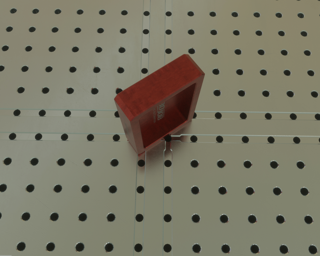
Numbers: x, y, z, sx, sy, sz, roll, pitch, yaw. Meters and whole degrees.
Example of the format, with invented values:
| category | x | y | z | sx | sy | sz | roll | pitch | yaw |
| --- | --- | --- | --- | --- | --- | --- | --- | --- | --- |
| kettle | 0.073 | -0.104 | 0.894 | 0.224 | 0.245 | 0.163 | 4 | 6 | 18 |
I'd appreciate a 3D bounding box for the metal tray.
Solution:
| category | x | y | z | sx | sy | sz | roll | pitch | yaw |
| --- | --- | --- | --- | --- | --- | --- | --- | --- | --- |
| metal tray | 0.000 | -0.021 | 0.363 | 0.090 | 0.130 | 0.030 | -33 | 74 | -12 |
